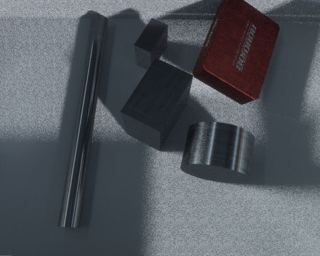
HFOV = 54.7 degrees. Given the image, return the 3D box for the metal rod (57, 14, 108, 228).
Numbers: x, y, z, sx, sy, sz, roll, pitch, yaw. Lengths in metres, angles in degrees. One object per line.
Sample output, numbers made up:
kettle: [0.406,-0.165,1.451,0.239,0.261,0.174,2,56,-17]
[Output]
metal rod: [-0.099,-0.023,0.416,0.025,0.025,0.299,3,70,1]

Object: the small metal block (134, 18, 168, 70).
small metal block: [-0.012,-0.117,0.439,0.025,0.050,0.050,26,72,9]

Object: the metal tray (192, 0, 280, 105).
metal tray: [0.109,-0.109,0.430,0.090,0.030,0.130,28,71,-16]

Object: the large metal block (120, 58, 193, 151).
large metal block: [-0.003,-0.026,0.390,0.050,0.080,0.080,28,72,9]

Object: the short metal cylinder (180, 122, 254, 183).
short metal cylinder: [0.069,0.031,0.370,0.080,0.080,0.050,11,71,4]
